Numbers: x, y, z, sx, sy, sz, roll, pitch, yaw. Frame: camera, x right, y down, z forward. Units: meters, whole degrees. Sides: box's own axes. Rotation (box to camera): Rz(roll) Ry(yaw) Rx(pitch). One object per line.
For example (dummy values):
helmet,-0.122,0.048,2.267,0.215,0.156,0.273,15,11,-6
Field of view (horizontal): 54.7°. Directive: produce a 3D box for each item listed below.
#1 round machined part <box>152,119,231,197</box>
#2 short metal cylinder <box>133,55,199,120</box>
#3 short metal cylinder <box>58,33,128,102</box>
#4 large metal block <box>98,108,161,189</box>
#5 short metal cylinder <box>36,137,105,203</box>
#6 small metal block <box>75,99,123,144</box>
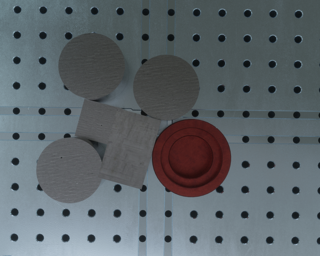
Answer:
round machined part,0.039,0.037,0.405,0.099,0.042,0.097,0,90,0
short metal cylinder,0.008,-0.049,0.400,0.081,0.050,0.080,0,90,0
short metal cylinder,-0.083,-0.075,0.400,0.081,0.050,0.080,0,90,0
large metal block,-0.034,0.023,0.382,0.050,0.080,0.080,16,90,0
short metal cylinder,-0.109,0.051,0.400,0.081,0.050,0.080,0,90,0
small metal block,-0.079,-0.008,0.412,0.050,0.025,0.050,15,90,0
